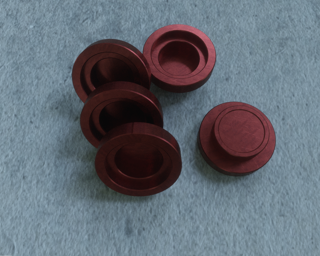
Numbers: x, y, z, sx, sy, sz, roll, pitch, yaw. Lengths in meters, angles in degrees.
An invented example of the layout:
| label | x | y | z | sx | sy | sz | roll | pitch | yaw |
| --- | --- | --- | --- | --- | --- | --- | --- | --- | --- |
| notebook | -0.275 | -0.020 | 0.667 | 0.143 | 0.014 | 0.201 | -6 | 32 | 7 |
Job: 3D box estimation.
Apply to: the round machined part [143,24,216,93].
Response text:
| label | x | y | z | sx | sy | sz | roll | pitch | yaw |
| --- | --- | --- | --- | --- | --- | --- | --- | --- | --- |
| round machined part | 0.026 | -0.092 | 0.432 | 0.099 | 0.042 | 0.098 | 1 | 69 | -1 |

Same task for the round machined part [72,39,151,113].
| label | x | y | z | sx | sy | sz | roll | pitch | yaw |
| --- | --- | --- | --- | --- | --- | --- | --- | --- | --- |
| round machined part | -0.060 | -0.068 | 0.404 | 0.099 | 0.097 | 0.042 | 5 | 30 | 1 |

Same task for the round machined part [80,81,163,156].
| label | x | y | z | sx | sy | sz | roll | pitch | yaw |
| --- | --- | --- | --- | --- | --- | --- | --- | --- | --- |
| round machined part | -0.046 | -0.015 | 0.384 | 0.099 | 0.097 | 0.042 | -1 | 36 | -1 |

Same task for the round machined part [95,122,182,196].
| label | x | y | z | sx | sy | sz | roll | pitch | yaw |
| --- | --- | --- | --- | --- | --- | --- | --- | --- | --- |
| round machined part | -0.025 | 0.032 | 0.367 | 0.099 | 0.097 | 0.042 | -1 | 36 | -1 |

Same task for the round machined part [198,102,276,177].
| label | x | y | z | sx | sy | sz | roll | pitch | yaw |
| --- | --- | --- | --- | --- | --- | --- | --- | --- | --- |
| round machined part | 0.100 | 0.010 | 0.397 | 0.099 | 0.042 | 0.098 | 0 | 70 | -1 |
